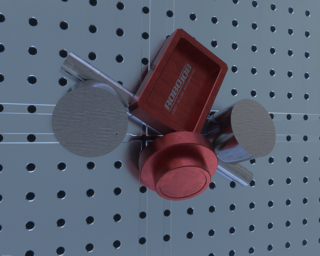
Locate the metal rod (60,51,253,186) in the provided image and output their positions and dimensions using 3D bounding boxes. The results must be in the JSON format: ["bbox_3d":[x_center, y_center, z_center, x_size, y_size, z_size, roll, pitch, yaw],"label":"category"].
[{"bbox_3d":[0.008,-0.003,0.415,0.301,0.025,0.025,33,79,-17],"label":"metal rod"}]

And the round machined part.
[{"bbox_3d":[0.025,0.054,0.384,0.099,0.042,0.097,-6,134,-7],"label":"round machined part"}]

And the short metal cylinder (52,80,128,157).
[{"bbox_3d":[-0.079,-0.012,0.358,0.081,0.050,0.079,-3,107,-9],"label":"short metal cylinder"}]

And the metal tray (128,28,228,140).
[{"bbox_3d":[0.028,-0.054,0.404,0.090,0.030,0.130,34,66,-17],"label":"metal tray"}]

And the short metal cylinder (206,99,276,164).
[{"bbox_3d":[0.112,0.006,0.428,0.081,0.050,0.080,11,68,-28],"label":"short metal cylinder"}]
